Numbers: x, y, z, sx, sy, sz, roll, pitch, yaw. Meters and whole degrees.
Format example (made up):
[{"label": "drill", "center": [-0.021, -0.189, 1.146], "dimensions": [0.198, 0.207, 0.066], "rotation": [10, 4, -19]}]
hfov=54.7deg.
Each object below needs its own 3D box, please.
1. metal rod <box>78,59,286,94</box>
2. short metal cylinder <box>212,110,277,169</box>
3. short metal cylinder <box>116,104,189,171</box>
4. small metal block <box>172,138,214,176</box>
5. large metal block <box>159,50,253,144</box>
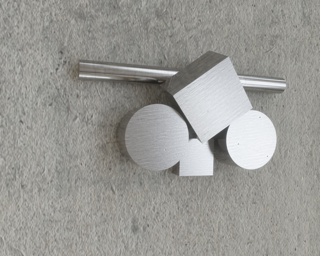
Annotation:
[{"label": "metal rod", "center": [0.044, -0.068, 0.426], "dimensions": [0.302, 0.025, 0.025], "rotation": [1, 90, -20]}, {"label": "short metal cylinder", "center": [0.115, 0.016, 0.439], "dimensions": [0.081, 0.050, 0.079], "rotation": [0, 90, -20]}, {"label": "short metal cylinder", "center": [-0.011, 0.011, 0.392], "dimensions": [0.081, 0.050, 0.079], "rotation": [0, 90, -20]}, {"label": "small metal block", "center": [0.046, 0.039, 0.428], "dimensions": [0.050, 0.025, 0.050], "rotation": [2, 89, -20]}, {"label": "large metal block", "center": [0.060, -0.041, 0.400], "dimensions": [0.080, 0.050, 0.080], "rotation": [-36, 119, -3]}]
